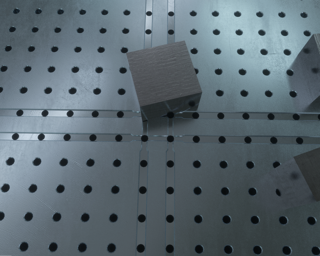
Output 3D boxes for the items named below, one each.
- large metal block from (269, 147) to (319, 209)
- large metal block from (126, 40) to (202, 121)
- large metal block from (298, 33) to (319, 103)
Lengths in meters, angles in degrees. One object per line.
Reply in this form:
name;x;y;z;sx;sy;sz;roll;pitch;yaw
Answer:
large metal block;0.188;0.054;0.364;0.080;0.080;0.050;-18;71;-7
large metal block;0.004;-0.064;0.422;0.080;0.050;0.080;-14;71;-5
large metal block;0.252;-0.085;0.431;0.080;0.050;0.080;-5;70;-2
